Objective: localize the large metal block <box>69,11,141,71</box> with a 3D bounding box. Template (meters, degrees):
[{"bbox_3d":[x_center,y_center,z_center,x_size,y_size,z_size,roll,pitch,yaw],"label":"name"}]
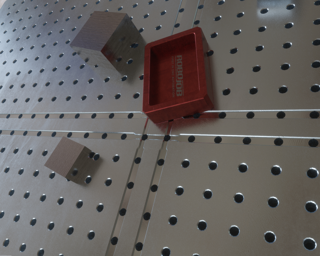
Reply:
[{"bbox_3d":[-0.094,-0.152,0.535,0.080,0.050,0.080,19,72,35],"label":"large metal block"}]

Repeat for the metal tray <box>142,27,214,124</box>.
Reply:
[{"bbox_3d":[0.023,-0.076,0.439,0.090,0.030,0.130,-13,56,21],"label":"metal tray"}]

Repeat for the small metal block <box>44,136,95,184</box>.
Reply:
[{"bbox_3d":[-0.131,0.045,0.449,0.050,0.025,0.050,18,71,35],"label":"small metal block"}]
